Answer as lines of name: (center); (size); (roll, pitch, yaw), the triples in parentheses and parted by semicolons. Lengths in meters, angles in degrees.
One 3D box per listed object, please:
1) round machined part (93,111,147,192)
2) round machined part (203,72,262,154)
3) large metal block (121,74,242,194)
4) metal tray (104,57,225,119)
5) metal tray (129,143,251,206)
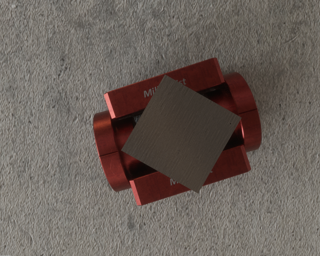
round machined part: (-0.044, 0.024, 0.374); (0.042, 0.098, 0.097); (-16, 90, 0)
round machined part: (0.082, -0.015, 0.375); (0.042, 0.098, 0.097); (-16, 90, 0)
large metal block: (0.019, 0.005, 0.306); (0.080, 0.050, 0.080); (30, 90, -1)
metal tray: (0.005, -0.044, 0.380); (0.131, 0.090, 0.030); (-18, 90, -1)
metal tray: (0.033, 0.051, 0.378); (0.131, 0.090, 0.030); (-17, 90, -1)
